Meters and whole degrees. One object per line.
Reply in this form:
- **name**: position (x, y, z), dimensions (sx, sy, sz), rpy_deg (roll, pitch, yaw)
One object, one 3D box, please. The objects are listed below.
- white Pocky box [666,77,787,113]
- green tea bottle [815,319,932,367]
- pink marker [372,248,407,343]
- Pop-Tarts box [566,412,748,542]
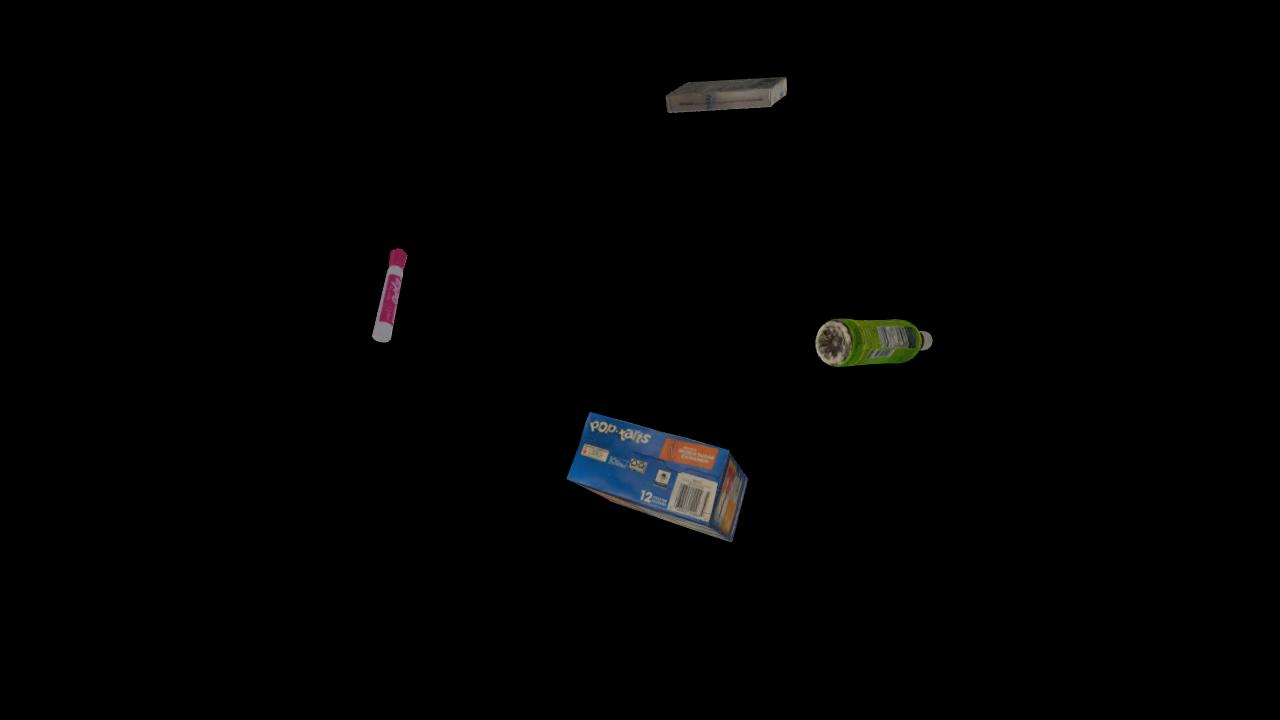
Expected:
- **white Pocky box**: position (0.123, -0.377, 0.873), dimensions (0.154, 0.028, 0.084), rpy_deg (9, 37, 27)
- **green tea bottle**: position (0.359, -0.026, 0.916), dimensions (0.212, 0.073, 0.073), rpy_deg (0, 0, -30)
- **pink marker**: position (-0.276, -0.075, 0.682), dimensions (0.020, 0.121, 0.020), rpy_deg (-2, -30, -1)
- **Pop-Tarts box**: position (0.026, 0.135, 0.703), dimensions (0.167, 0.083, 0.141), rpy_deg (13, -18, 24)
